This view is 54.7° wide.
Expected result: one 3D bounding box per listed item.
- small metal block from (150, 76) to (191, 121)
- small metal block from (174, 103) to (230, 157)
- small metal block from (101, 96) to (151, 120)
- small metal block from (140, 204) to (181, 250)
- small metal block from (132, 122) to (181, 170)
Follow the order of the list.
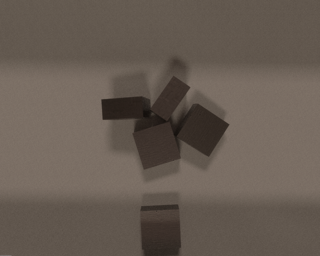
[{"bbox_3d":[0.012,-0.036,0.399,0.025,0.050,0.050,35,90,-1],"label":"small metal block"},{"bbox_3d":[0.054,0.002,0.408,0.050,0.025,0.050,33,88,-8],"label":"small metal block"},{"bbox_3d":[-0.041,-0.024,0.395,0.050,0.050,0.025,-3,90,9],"label":"small metal block"},{"bbox_3d":[0.001,0.131,0.412,0.050,0.025,0.050,-3,90,-1],"label":"small metal block"},{"bbox_3d":[-0.004,0.023,0.411,0.050,0.025,0.050,-17,90,0],"label":"small metal block"}]
